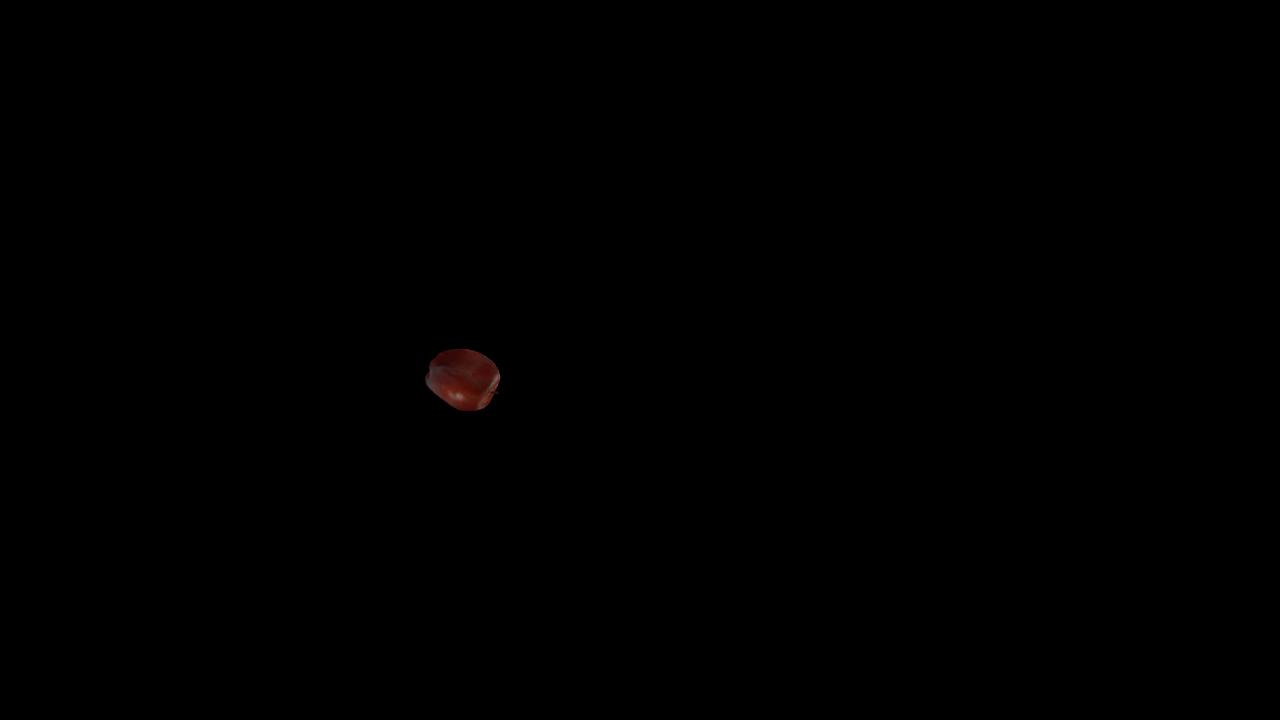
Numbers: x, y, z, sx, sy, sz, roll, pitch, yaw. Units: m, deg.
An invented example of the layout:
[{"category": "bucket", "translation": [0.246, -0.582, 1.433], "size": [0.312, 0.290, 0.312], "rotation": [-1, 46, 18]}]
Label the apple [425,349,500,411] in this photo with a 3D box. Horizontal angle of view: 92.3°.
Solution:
[{"category": "apple", "translation": [-0.228, 0.026, 0.803], "size": [0.093, 0.079, 0.079], "rotation": [25, -1, -3]}]
